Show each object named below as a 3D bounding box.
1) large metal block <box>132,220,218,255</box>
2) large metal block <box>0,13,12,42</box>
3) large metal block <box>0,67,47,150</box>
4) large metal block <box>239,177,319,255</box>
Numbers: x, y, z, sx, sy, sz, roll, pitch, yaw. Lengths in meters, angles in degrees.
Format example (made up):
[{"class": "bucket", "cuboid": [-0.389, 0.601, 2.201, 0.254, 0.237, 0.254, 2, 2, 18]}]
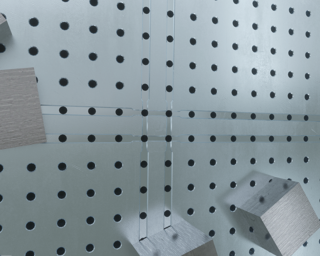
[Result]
[{"class": "large metal block", "cuboid": [0.020, 0.167, 0.391, 0.081, 0.080, 0.050, -19, 97, -19]}, {"class": "large metal block", "cuboid": [-0.218, -0.115, 0.319, 0.080, 0.050, 0.080, -41, 103, -15]}, {"class": "large metal block", "cuboid": [-0.172, -0.018, 0.336, 0.081, 0.050, 0.080, -10, 94, -20]}, {"class": "large metal block", "cuboid": [0.181, 0.133, 0.466, 0.080, 0.050, 0.080, -35, 101, -17]}]
